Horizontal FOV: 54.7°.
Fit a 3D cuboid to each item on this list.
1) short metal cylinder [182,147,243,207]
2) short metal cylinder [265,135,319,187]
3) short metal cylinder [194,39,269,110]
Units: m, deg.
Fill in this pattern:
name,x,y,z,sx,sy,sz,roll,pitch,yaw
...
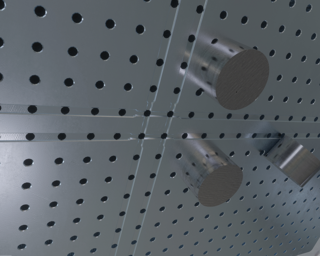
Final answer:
name,x,y,z,sx,sy,sz,roll,pitch,yaw
short metal cylinder,0.082,0.076,0.487,0.081,0.050,0.079,-14,124,-21
short metal cylinder,0.231,0.057,0.537,0.050,0.080,0.080,-49,129,6
short metal cylinder,0.092,-0.070,0.402,0.081,0.050,0.079,-14,124,-21
